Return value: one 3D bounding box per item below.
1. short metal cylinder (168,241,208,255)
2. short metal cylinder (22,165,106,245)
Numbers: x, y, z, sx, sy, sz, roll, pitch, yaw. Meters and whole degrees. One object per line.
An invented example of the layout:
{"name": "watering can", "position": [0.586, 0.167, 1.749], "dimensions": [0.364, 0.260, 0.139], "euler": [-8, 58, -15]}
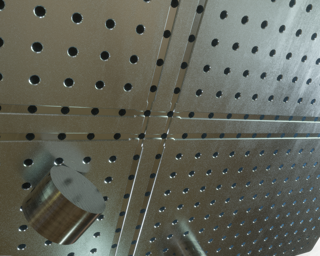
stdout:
{"name": "short metal cylinder", "position": [0.056, 0.263, 0.589], "dimensions": [0.081, 0.050, 0.079], "euler": [-14, 124, -21]}
{"name": "short metal cylinder", "position": [-0.113, 0.090, 0.370], "dimensions": [0.050, 0.080, 0.080], "euler": [-48, 129, 6]}
